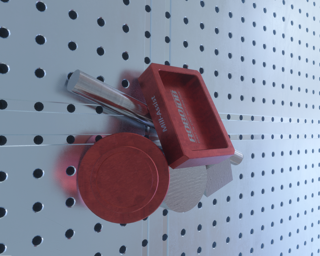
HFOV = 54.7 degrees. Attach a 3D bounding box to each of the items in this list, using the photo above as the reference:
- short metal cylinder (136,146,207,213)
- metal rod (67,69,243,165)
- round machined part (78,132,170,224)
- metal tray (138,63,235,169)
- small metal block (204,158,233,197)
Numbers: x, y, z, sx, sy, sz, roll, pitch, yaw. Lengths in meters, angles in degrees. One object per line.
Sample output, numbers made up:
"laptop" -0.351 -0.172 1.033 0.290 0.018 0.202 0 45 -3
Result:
"short metal cylinder" 0.015 0.064 0.401 0.081 0.050 0.079 0 90 -40
"metal rod" 0.017 -0.001 0.419 0.302 0.025 0.025 25 75 -37
"round machined part" -0.038 0.053 0.332 0.099 0.042 0.097 1 86 -7
"metal tray" 0.033 -0.017 0.391 0.091 0.030 0.130 0 61 -41
"small metal block" 0.077 0.065 0.456 0.050 0.025 0.050 -29 125 -20
